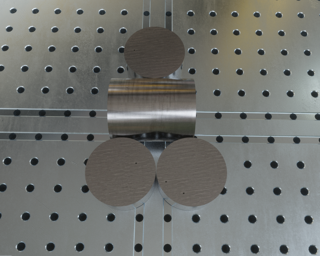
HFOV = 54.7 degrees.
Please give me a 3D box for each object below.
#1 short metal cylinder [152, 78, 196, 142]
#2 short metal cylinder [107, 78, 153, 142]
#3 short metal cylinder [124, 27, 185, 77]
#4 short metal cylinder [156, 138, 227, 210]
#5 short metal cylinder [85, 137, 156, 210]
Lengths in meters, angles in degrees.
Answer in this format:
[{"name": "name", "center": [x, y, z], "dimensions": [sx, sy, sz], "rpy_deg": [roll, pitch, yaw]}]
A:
[{"name": "short metal cylinder", "center": [0.016, -0.022, 0.392], "dimensions": [0.050, 0.080, 0.080], "rpy_deg": [0, 70, 0]}, {"name": "short metal cylinder", "center": [-0.035, -0.023, 0.391], "dimensions": [0.050, 0.080, 0.080], "rpy_deg": [0, 70, 0]}, {"name": "short metal cylinder", "center": [-0.007, -0.093, 0.432], "dimensions": [0.081, 0.050, 0.080], "rpy_deg": [0, 70, 0]}, {"name": "short metal cylinder", "center": [0.036, 0.057, 0.376], "dimensions": [0.081, 0.050, 0.080], "rpy_deg": [0, 70, 0]}, {"name": "short metal cylinder", "center": [-0.045, 0.057, 0.376], "dimensions": [0.081, 0.050, 0.080], "rpy_deg": [0, 70, 0]}]
